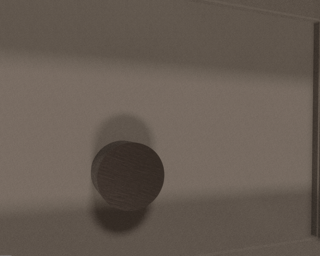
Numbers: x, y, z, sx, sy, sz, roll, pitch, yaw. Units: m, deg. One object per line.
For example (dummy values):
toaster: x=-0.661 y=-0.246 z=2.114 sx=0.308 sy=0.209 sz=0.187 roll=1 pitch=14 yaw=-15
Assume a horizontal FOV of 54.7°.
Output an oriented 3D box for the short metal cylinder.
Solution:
short metal cylinder: x=-0.041 y=0.056 z=0.383 sx=0.081 sy=0.050 sz=0.079 roll=0 pitch=90 yaw=-21
